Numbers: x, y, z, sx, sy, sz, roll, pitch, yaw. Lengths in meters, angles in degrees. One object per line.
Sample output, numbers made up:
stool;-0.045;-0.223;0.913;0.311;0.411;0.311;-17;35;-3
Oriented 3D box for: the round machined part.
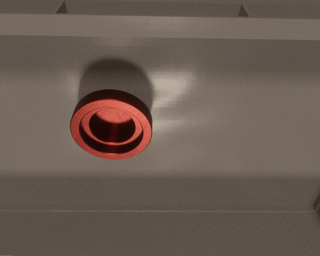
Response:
round machined part;-0.059;-0.009;0.390;0.099;0.042;0.097;-1;130;0
